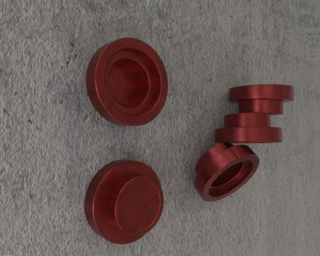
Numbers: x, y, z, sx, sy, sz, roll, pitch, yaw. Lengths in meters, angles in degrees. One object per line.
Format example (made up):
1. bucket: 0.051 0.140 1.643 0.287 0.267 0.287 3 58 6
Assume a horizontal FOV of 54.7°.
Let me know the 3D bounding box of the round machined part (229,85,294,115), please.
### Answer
1. round machined part: 0.159 -0.042 0.490 0.099 0.098 0.042 0 91 -40

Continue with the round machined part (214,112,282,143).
1. round machined part: 0.132 0.001 0.468 0.099 0.098 0.042 3 85 -40

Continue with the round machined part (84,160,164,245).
1. round machined part: -0.034 0.088 0.365 0.099 0.042 0.097 0 90 -40

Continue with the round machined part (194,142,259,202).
1. round machined part: 0.091 0.059 0.448 0.099 0.042 0.097 -22 141 -18

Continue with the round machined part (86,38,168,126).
1. round machined part: -0.041 -0.051 0.359 0.099 0.042 0.097 0 90 -40
